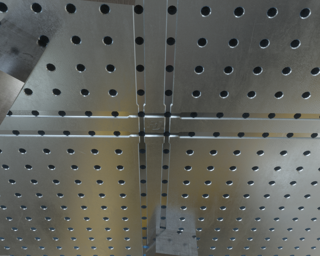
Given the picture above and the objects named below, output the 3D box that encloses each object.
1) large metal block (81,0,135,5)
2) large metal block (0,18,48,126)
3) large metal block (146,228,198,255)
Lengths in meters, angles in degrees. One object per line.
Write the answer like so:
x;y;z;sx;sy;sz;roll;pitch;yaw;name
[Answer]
-0.058;-0.156;0.261;0.081;0.050;0.079;4;130;-4;large metal block
-0.170;-0.055;0.326;0.050;0.080;0.080;30;124;-24;large metal block
0.021;0.243;0.603;0.081;0.050;0.079;12;129;-10;large metal block
